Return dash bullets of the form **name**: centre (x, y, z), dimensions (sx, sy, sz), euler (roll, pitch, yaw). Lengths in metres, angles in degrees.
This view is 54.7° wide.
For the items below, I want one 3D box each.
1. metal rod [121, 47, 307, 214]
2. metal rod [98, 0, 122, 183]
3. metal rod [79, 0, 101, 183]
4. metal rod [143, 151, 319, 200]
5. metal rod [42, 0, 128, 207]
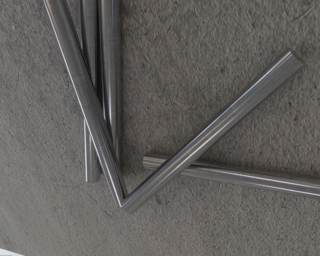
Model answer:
- **metal rod**: centre (0.043, 0.023, 0.374), dimensions (0.025, 0.025, 0.299), euler (43, 122, -2)
- **metal rod**: centre (-0.065, -0.040, 0.416), dimensions (0.025, 0.025, 0.298), euler (17, 125, 18)
- **metal rod**: centre (-0.096, -0.038, 0.433), dimensions (0.025, 0.025, 0.298), euler (19, 126, 17)
- **metal rod**: centre (0.118, 0.062, 0.382), dimensions (0.301, 0.025, 0.025), euler (7, 121, 24)
- **metal rod**: centre (-0.088, -0.019, 0.407), dimensions (0.025, 0.025, 0.298), euler (1, 119, 28)
